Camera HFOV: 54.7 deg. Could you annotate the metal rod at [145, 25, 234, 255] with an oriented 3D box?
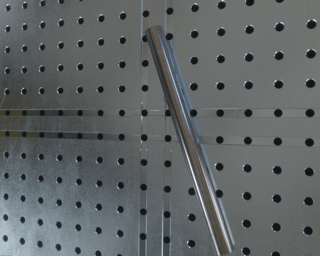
[{"bbox_3d":[0.036,0.011,0.399,0.025,0.025,0.299,-19,84,18],"label":"metal rod"}]
